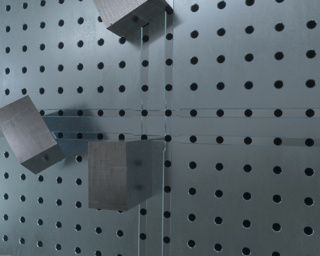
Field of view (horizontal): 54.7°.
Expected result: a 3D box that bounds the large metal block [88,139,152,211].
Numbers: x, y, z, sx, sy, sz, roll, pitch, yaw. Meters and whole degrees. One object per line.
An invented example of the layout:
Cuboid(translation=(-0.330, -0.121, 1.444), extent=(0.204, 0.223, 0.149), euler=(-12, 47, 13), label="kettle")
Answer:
Cuboid(translation=(-0.048, 0.056, 0.399), extent=(0.050, 0.080, 0.079), euler=(-1, 90, 20), label="large metal block")

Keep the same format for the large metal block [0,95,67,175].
Cuboid(translation=(-0.181, 0.013, 0.438), extent=(0.050, 0.080, 0.080), euler=(-31, 78, -17), label="large metal block")

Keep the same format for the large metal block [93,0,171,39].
Cuboid(translation=(-0.044, -0.181, 0.414), extent=(0.080, 0.050, 0.080), euler=(-28, 81, 17), label="large metal block")
